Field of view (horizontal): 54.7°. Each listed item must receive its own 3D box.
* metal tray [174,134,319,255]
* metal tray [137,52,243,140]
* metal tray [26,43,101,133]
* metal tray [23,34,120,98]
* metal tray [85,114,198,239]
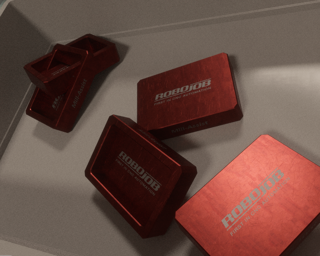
[{"bbox_3d":[0.091,0.074,0.291,0.131,0.030,0.090,-38,50,-15],"label":"metal tray"},{"bbox_3d":[0.034,-0.039,0.407,0.130,0.030,0.090,-15,56,19],"label":"metal tray"},{"bbox_3d":[-0.159,-0.067,0.504,0.090,0.030,0.129,21,87,35],"label":"metal tray"},{"bbox_3d":[-0.144,-0.107,0.510,0.131,0.030,0.090,-36,45,-24],"label":"metal tray"},{"bbox_3d":[-0.029,0.052,0.363,0.130,0.030,0.089,35,104,38],"label":"metal tray"}]
